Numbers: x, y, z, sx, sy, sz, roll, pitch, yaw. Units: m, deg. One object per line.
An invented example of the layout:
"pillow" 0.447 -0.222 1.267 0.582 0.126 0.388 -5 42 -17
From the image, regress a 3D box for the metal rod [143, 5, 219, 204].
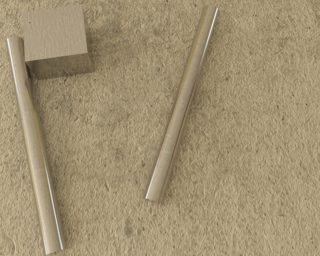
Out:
"metal rod" 0.035 -0.046 0.425 0.025 0.025 0.299 16 71 5

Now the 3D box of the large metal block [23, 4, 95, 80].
"large metal block" -0.141 -0.120 0.437 0.081 0.050 0.080 -9 70 -4

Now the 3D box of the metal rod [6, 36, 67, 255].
"metal rod" -0.165 0.008 0.403 0.025 0.025 0.299 -17 71 -6
